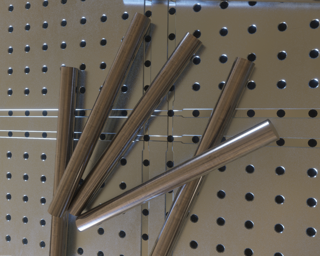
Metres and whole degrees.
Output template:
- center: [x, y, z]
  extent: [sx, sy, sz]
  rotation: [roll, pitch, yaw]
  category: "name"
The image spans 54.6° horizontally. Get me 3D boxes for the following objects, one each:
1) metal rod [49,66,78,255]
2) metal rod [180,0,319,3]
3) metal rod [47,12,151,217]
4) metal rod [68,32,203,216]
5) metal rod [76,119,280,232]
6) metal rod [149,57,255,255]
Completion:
- center: [-0.145, 0.060, 0.464]
  extent: [0.025, 0.025, 0.298]
  rotation: [5, 92, 20]
  category: "metal rod"
- center: [0.082, -0.171, 0.383]
  extent: [0.301, 0.025, 0.025]
  rotation: [10, 93, 19]
  category: "metal rod"
- center: [-0.085, -0.015, 0.430]
  extent: [0.025, 0.025, 0.299]
  rotation: [26, 94, 18]
  category: "metal rod"
- center: [-0.042, 0.003, 0.427]
  extent: [0.025, 0.025, 0.299]
  rotation: [39, 102, 16]
  category: "metal rod"
- center: [0.003, 0.070, 0.390]
  extent: [0.299, 0.025, 0.025]
  rotation: [-31, 80, 25]
  category: "metal rod"
- center: [0.047, 0.055, 0.396]
  extent: [0.025, 0.025, 0.299]
  rotation: [25, 98, 18]
  category: "metal rod"
